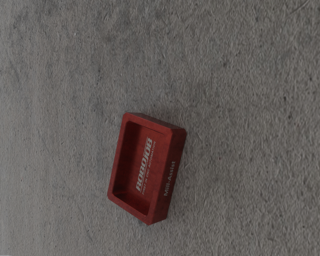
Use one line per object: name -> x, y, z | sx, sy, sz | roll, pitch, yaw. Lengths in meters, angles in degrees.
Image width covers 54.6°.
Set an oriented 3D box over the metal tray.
metal tray -> -0.021, 0.052, 0.420 | 0.090, 0.030, 0.129 | 21, 103, 38
